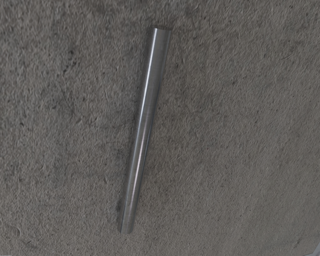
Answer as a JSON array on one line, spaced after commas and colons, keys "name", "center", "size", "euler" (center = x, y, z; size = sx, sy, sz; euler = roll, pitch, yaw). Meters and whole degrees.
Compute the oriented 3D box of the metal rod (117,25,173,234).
[{"name": "metal rod", "center": [-0.026, 0.021, 0.405], "size": [0.025, 0.025, 0.298], "euler": [-3, 120, -27]}]
